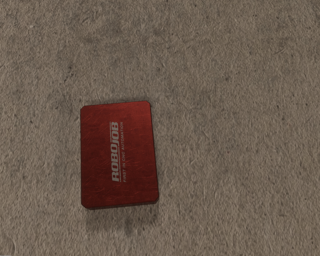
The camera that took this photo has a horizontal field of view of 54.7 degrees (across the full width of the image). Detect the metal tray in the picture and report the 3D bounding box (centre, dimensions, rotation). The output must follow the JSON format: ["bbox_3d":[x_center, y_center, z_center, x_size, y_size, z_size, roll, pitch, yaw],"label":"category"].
[{"bbox_3d":[-0.052,0.033,0.393,0.091,0.030,0.129,-5,70,-2],"label":"metal tray"}]
